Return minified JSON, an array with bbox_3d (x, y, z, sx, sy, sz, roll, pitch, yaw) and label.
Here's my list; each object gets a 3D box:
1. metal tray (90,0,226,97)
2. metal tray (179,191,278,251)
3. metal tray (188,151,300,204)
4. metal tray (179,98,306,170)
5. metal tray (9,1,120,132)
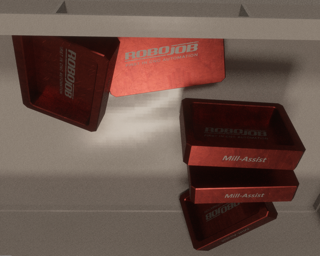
[{"bbox_3d":[0.001,-0.086,0.333,0.131,0.030,0.090,-8,130,6],"label":"metal tray"},{"bbox_3d":[0.096,0.116,0.463,0.130,0.090,0.030,-38,139,27],"label":"metal tray"},{"bbox_3d":[0.103,0.054,0.413,0.131,0.090,0.030,-1,130,0],"label":"metal tray"},{"bbox_3d":[0.092,0.005,0.371,0.131,0.090,0.030,3,130,-3],"label":"metal tray"},{"bbox_3d":[-0.098,-0.054,0.323,0.090,0.030,0.129,21,145,-4],"label":"metal tray"}]
